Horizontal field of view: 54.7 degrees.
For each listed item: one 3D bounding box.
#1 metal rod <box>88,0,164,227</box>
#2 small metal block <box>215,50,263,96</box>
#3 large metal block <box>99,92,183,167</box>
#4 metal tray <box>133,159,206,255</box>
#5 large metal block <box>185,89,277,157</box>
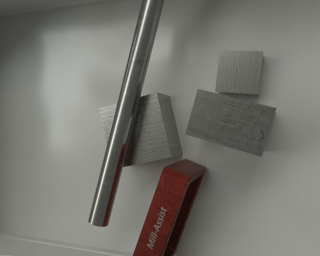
[{"bbox_3d":[-0.038,-0.030,0.369,0.025,0.025,0.298,15,92,19],"label":"metal rod"},{"bbox_3d":[0.097,-0.066,0.376,0.050,0.025,0.050,6,92,19],"label":"small metal block"},{"bbox_3d":[-0.024,0.005,0.405,0.080,0.050,0.080,-14,86,19],"label":"large metal block"},{"bbox_3d":[0.012,0.106,0.371,0.030,0.090,0.129,21,97,18],"label":"metal tray"},{"bbox_3d":[0.083,-0.007,0.352,0.080,0.080,0.050,17,96,19],"label":"large metal block"}]
